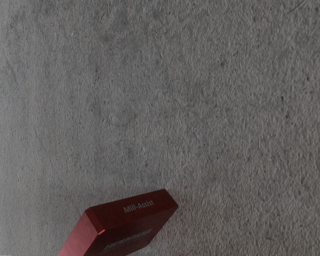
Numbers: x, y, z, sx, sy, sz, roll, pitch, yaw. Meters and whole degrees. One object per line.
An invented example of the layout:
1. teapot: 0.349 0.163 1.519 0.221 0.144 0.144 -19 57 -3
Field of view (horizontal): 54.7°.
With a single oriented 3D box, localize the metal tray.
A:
1. metal tray: -0.046 0.123 0.373 0.030 0.131 0.089 48 118 29
